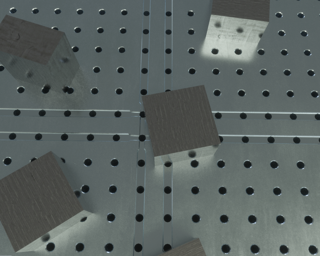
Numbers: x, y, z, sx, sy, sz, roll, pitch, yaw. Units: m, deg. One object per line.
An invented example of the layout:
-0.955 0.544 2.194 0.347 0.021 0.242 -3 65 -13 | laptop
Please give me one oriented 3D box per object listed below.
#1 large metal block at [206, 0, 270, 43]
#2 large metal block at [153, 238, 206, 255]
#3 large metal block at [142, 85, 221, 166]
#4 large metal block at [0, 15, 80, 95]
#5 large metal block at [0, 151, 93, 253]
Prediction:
0.117 -0.181 0.466 0.080 0.050 0.080 8 70 2 | large metal block
0.019 0.174 0.335 0.080 0.050 0.080 -21 72 -8 | large metal block
0.025 -0.002 0.400 0.081 0.050 0.080 -11 71 -5 | large metal block
-0.164 -0.095 0.415 0.080 0.080 0.050 18 71 6 | large metal block
-0.139 0.087 0.365 0.080 0.050 0.080 -31 73 -11 | large metal block
